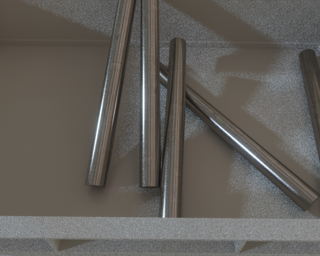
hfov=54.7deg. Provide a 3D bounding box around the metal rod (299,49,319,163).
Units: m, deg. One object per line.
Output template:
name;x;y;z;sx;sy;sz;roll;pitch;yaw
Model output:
metal rod;0.217;-0.006;0.412;0.025;0.025;0.300;8;50;6

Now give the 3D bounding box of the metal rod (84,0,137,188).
metal rod;-0.057;-0.076;0.395;0.025;0.025;0.299;5;73;4

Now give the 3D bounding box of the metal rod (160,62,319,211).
metal rod;0.076;-0.010;0.414;0.025;0.025;0.300;-30;57;-23

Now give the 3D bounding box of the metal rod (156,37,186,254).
metal rod;0.018;-0.003;0.386;0.025;0.025;0.300;3;56;2

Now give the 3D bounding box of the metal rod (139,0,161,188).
metal rod;-0.013;-0.075;0.395;0.025;0.025;0.299;0;73;-1
